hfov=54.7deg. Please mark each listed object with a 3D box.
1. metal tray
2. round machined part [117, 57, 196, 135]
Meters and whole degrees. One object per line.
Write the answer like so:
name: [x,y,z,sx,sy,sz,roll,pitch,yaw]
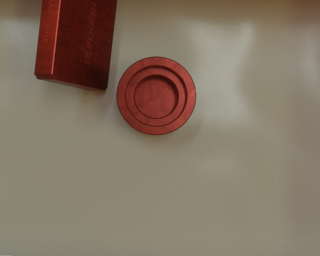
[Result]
metal tray: [-0.098,-0.116,0.376,0.030,0.090,0.129,6,90,31]
round machined part: [-0.004,-0.040,0.403,0.099,0.042,0.097,0,90,-1]
